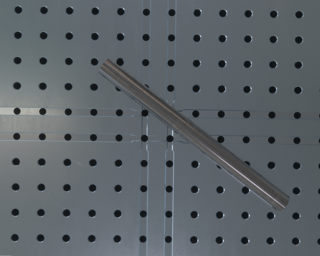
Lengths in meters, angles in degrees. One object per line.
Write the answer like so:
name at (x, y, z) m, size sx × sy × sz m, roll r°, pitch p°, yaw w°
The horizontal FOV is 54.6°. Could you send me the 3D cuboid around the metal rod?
metal rod at (0.045, 0.009, 0.413) m, size 0.300 × 0.025 × 0.025 m, roll 38°, pitch 90°, yaw 0°
